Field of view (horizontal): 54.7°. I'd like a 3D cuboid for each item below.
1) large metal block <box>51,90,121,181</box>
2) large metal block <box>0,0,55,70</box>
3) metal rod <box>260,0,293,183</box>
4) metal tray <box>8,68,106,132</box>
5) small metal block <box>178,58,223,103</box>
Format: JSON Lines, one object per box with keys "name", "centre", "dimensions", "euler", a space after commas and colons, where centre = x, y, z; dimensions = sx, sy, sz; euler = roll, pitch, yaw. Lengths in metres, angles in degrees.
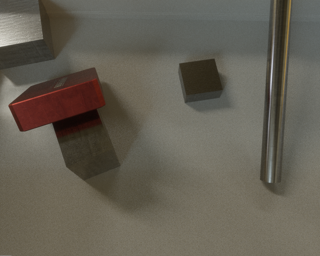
{"name": "large metal block", "centre": [-0.090, 0.011, 0.375], "dimensions": [0.050, 0.080, 0.080], "euler": [-21, 72, -8]}
{"name": "large metal block", "centre": [-0.204, -0.138, 0.444], "dimensions": [0.081, 0.050, 0.080], "euler": [-12, 71, -5]}
{"name": "metal rod", "centre": [0.143, -0.082, 0.375], "dimensions": [0.025, 0.025, 0.298], "euler": [2, 95, 0]}
{"name": "metal tray", "centre": [-0.116, -0.040, 0.372], "dimensions": [0.091, 0.130, 0.030], "euler": [-18, 109, -7]}
{"name": "small metal block", "centre": [0.056, -0.066, 0.435], "dimensions": [0.050, 0.025, 0.050], "euler": [-9, 70, -4]}
